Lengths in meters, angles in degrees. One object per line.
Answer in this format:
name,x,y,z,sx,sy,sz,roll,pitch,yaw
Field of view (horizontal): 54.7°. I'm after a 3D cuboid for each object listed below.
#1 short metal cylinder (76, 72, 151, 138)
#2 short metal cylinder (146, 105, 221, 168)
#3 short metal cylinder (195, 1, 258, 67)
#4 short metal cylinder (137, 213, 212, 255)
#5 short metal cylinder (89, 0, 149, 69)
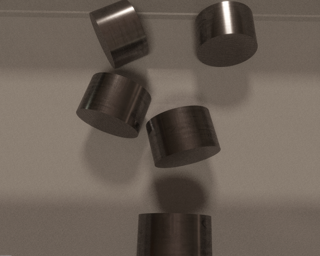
short metal cylinder,-0.057,-0.026,0.389,0.080,0.080,0.050,17,71,6
short metal cylinder,0.027,0.013,0.376,0.081,0.080,0.050,-12,71,-5
short metal cylinder,0.090,-0.127,0.428,0.081,0.080,0.050,-2,70,-1
short metal cylinder,0.016,0.121,0.336,0.081,0.080,0.050,2,70,0
short metal cylinder,-0.056,-0.128,0.427,0.050,0.080,0.080,-26,72,-9
